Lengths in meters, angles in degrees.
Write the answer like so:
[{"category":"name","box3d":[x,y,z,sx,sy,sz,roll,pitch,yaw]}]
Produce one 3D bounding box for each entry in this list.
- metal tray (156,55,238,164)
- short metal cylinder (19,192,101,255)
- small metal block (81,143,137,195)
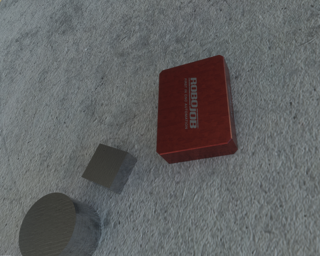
[{"category":"metal tray","box3d":[0.044,-0.025,0.392,0.090,0.030,0.130,-11,57,21]},{"category":"short metal cylinder","box3d":[-0.119,0.124,0.372,0.080,0.050,0.080,-13,56,20]},{"category":"small metal block","box3d":[-0.066,0.053,0.405,0.050,0.025,0.050,14,69,33]}]
